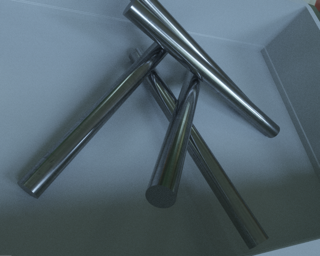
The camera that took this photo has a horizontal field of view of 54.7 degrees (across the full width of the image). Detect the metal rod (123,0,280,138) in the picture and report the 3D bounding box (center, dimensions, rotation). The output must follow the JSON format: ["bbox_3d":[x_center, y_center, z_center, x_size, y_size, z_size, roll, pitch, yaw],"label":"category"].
[{"bbox_3d":[0.074,-0.070,0.438,0.301,0.025,0.025,34,49,-27],"label":"metal rod"}]

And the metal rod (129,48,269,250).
[{"bbox_3d":[0.037,0.009,0.397,0.025,0.025,0.299,-14,62,-34],"label":"metal rod"}]

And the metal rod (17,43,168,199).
[{"bbox_3d":[-0.052,-0.042,0.380,0.025,0.025,0.301,39,58,-3],"label":"metal rod"}]

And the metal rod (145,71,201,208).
[{"bbox_3d":[0.030,-0.021,0.374,0.025,0.025,0.301,33,32,-7],"label":"metal rod"}]

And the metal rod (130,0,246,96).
[{"bbox_3d":[0.040,-0.114,0.433,0.301,0.025,0.025,38,48,-29],"label":"metal rod"}]
